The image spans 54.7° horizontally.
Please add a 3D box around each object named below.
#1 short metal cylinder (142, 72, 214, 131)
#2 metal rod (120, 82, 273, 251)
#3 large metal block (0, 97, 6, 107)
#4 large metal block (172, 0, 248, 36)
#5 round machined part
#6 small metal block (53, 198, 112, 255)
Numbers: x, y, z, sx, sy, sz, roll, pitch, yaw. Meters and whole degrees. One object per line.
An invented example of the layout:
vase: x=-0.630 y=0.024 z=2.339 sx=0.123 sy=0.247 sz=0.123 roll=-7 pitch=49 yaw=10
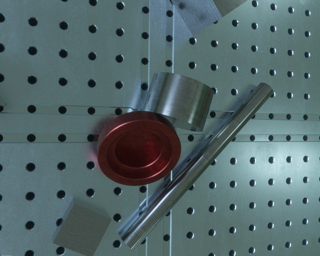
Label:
short metal cylinder: x=0.022 y=-0.031 z=0.392 sx=0.080 sy=0.080 sz=0.050 roll=20 pitch=83 yaw=-19
metal rod: x=0.060 y=0.044 z=0.434 sx=0.301 sy=0.025 sz=0.025 roll=-46 pitch=104 yaw=-14
large metal block: x=-0.205 y=-0.048 z=0.308 sx=0.050 sy=0.080 sz=0.080 roll=-32 pitch=101 yaw=-17
large metal block: x=0.058 y=-0.179 z=0.404 sx=0.050 sy=0.080 sz=0.080 roll=-38 pitch=102 yaw=-16
round machined part: x=-0.027 y=0.021 z=0.378 sx=0.099 sy=0.042 sz=0.097 roll=-7 pitch=124 yaw=-10
small metal block: x=-0.095 y=0.122 z=0.378 sx=0.050 sy=0.025 sz=0.050 roll=30 pitch=80 yaw=-18
